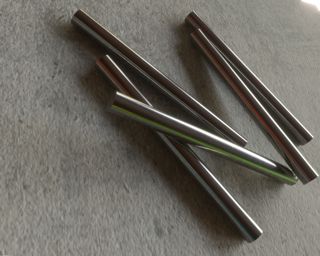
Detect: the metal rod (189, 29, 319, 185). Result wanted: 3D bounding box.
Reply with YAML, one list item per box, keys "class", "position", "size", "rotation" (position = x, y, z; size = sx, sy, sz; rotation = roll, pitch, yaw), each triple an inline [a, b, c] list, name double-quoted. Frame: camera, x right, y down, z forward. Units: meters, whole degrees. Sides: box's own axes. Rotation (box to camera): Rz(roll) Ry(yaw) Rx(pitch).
- class: "metal rod"
  position: [0.138, -0.044, 0.489]
  size: [0.025, 0.025, 0.299]
  rotation: [-19, 66, -35]

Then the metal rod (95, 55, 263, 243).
- class: "metal rod"
  position: [0.020, 0.023, 0.402]
  size: [0.300, 0.025, 0.025]
  rotation: [49, 51, 6]

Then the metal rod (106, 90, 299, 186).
- class: "metal rod"
  position: [0.073, 0.022, 0.406]
  size: [0.302, 0.025, 0.025]
  rotation: [23, 53, -24]

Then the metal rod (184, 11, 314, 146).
- class: "metal rod"
  position: [0.152, -0.089, 0.542]
  size: [0.300, 0.025, 0.025]
  rotation: [48, 51, 5]

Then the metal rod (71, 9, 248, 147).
- class: "metal rod"
  position: [0.001, -0.065, 0.445]
  size: [0.301, 0.025, 0.025]
  rotation: [38, 51, -3]
